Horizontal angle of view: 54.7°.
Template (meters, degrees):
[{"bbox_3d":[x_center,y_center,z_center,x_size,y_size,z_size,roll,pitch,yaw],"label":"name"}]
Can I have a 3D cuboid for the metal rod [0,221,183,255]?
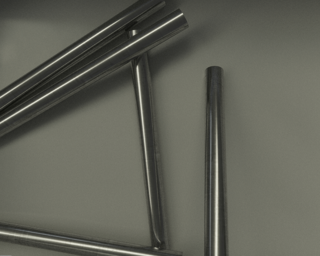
[{"bbox_3d":[-0.122,0.146,0.395,0.302,0.025,0.025,8,90,5],"label":"metal rod"}]

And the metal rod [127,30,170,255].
[{"bbox_3d":[-0.014,0.022,0.411,0.025,0.025,0.298,-6,90,0],"label":"metal rod"}]

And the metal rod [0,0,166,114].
[{"bbox_3d":[-0.125,-0.090,0.409,0.301,0.025,0.025,-33,90,-1],"label":"metal rod"}]

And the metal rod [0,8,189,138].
[{"bbox_3d":[-0.102,-0.062,0.393,0.301,0.025,0.025,-29,90,6],"label":"metal rod"}]

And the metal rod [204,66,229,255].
[{"bbox_3d":[0.063,0.059,0.350,0.025,0.025,0.299,4,65,0],"label":"metal rod"}]
